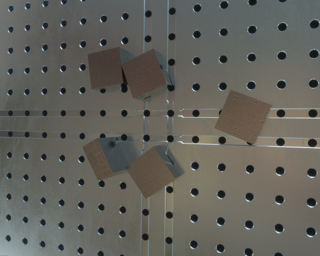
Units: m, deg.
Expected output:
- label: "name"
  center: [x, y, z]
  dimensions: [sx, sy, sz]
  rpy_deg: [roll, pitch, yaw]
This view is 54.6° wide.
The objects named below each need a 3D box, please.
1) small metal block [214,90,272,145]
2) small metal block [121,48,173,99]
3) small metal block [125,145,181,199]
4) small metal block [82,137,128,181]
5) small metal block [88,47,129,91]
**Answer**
- label: "small metal block"
  center: [0.101, -0.013, 0.377]
  dimensions: [0.050, 0.025, 0.050]
  rpy_deg: [24, 98, 18]
- label: "small metal block"
  center: [-0.018, -0.071, 0.419]
  dimensions: [0.050, 0.025, 0.050]
  rpy_deg: [-22, 83, 18]
- label: "small metal block"
  center: [-0.009, 0.058, 0.416]
  dimensions: [0.050, 0.025, 0.050]
  rpy_deg: [-38, 78, 16]
- label: "small metal block"
  center: [-0.073, 0.041, 0.425]
  dimensions: [0.025, 0.050, 0.050]
  rpy_deg: [-30, 80, 18]
- label: "small metal block"
  center: [-0.071, -0.082, 0.438]
  dimensions: [0.050, 0.025, 0.050]
  rpy_deg: [-7, 88, 20]
